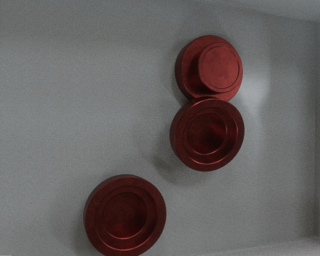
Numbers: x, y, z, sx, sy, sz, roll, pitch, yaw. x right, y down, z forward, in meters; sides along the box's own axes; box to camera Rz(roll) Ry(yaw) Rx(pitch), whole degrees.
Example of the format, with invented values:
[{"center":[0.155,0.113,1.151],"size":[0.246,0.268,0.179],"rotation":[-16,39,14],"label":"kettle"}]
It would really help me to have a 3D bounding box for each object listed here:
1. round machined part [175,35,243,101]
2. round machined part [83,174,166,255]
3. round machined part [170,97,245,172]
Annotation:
[{"center":[0.074,-0.080,0.428],"size":[0.099,0.042,0.097],"rotation":[0,90,-20],"label":"round machined part"},{"center":[-0.045,0.106,0.385],"size":[0.099,0.042,0.097],"rotation":[0,90,-20],"label":"round machined part"},{"center":[0.059,0.006,0.415],"size":[0.099,0.042,0.097],"rotation":[-5,105,-16],"label":"round machined part"}]
